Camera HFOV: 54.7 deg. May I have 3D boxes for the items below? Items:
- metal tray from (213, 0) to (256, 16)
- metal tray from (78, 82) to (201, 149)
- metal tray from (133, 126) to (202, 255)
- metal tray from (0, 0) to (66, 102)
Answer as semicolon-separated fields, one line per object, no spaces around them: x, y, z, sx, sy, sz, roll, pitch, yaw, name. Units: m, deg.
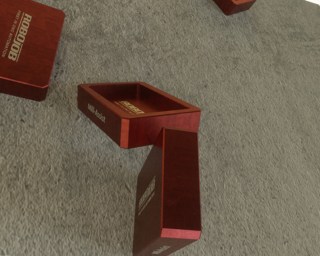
0.135;-0.303;0.657;0.091;0.030;0.130;-29;78;-38;metal tray
-0.028;-0.021;0.347;0.091;0.030;0.130;-8;25;-32;metal tray
0.002;0.068;0.292;0.030;0.129;0.090;8;60;-11;metal tray
-0.171;-0.101;0.370;0.091;0.030;0.130;13;56;-21;metal tray
